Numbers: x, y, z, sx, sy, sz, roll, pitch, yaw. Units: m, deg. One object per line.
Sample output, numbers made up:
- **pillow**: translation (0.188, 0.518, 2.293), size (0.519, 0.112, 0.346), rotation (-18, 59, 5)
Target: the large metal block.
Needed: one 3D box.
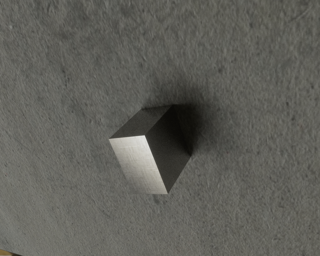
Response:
- **large metal block**: translation (-0.008, 0.026, 0.390), size (0.050, 0.080, 0.080), rotation (-7, 115, 31)
